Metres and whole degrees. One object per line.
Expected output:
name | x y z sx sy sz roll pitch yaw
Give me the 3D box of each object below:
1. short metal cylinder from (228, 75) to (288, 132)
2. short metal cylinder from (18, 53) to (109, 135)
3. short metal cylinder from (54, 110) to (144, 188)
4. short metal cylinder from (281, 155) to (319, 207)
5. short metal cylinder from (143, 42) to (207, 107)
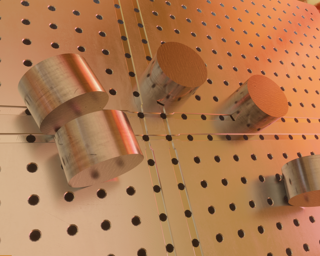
short metal cylinder | 0.159 -0.040 0.505 0.081 0.050 0.080 14 56 -21
short metal cylinder | -0.104 -0.036 0.339 0.081 0.080 0.050 -24 75 -37
short metal cylinder | -0.064 0.023 0.326 0.081 0.080 0.050 -11 68 -33
short metal cylinder | 0.223 0.078 0.448 0.081 0.080 0.050 13 56 -22
short metal cylinder | 0.021 -0.078 0.453 0.081 0.050 0.080 14 56 -21
